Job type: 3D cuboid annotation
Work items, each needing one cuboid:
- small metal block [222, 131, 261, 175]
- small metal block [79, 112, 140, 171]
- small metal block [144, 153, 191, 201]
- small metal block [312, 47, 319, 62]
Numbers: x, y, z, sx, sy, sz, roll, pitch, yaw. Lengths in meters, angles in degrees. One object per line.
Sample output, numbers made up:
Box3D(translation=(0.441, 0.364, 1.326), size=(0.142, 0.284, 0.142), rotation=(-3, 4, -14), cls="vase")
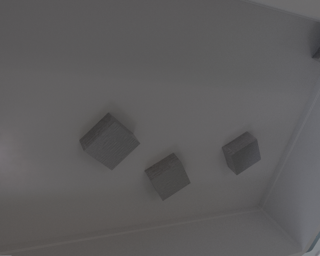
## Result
Box3D(translation=(0.134, 0.042, 0.508), size=(0.050, 0.025, 0.050), rotation=(-31, 129, -8), cls="small metal block")
Box3D(translation=(-0.062, 0.017, 0.385), size=(0.050, 0.025, 0.050), rotation=(-44, 129, 2), cls="small metal block")
Box3D(translation=(0.012, 0.073, 0.460), size=(0.050, 0.025, 0.050), rotation=(-31, 129, -8), cls="small metal block")
Box3D(translation=(0.255, -0.118, 0.454), size=(0.025, 0.050, 0.050), rotation=(32, 109, 5), cls="small metal block")
